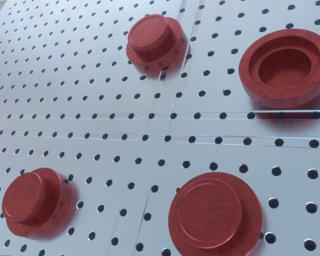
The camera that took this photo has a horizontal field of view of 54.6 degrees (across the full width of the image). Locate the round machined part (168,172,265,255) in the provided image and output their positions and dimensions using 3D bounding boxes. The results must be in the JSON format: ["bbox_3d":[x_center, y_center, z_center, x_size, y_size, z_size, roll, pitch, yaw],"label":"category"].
[{"bbox_3d":[0.053,0.090,0.315,0.098,0.042,0.098,-13,56,21],"label":"round machined part"}]

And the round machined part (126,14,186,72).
[{"bbox_3d":[-0.012,-0.140,0.491,0.098,0.042,0.098,-13,56,21],"label":"round machined part"}]

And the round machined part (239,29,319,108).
[{"bbox_3d":[0.145,-0.064,0.361,0.098,0.042,0.098,-13,56,21],"label":"round machined part"}]

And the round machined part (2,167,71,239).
[{"bbox_3d":[-0.177,0.100,0.431,0.098,0.042,0.098,-13,56,21],"label":"round machined part"}]
